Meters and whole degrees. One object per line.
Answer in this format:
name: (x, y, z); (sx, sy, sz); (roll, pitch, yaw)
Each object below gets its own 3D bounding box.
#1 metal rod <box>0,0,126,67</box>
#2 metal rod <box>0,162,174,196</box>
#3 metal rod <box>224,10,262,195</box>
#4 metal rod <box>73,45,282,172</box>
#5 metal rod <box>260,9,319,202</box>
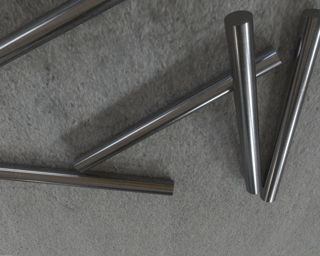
metal rod: (-0.143, -0.093, 0.326); (0.300, 0.025, 0.025); (-21, 127, 16)
metal rod: (-0.129, 0.076, 0.470); (0.302, 0.025, 0.025); (7, 130, -7)
metal rod: (0.109, -0.002, 0.383); (0.025, 0.025, 0.299); (-12, 137, 10)
metal rod: (0.006, -0.014, 0.395); (0.300, 0.025, 0.025); (-29, 125, 22)
metal rod: (0.166, -0.002, 0.407); (0.025, 0.025, 0.298); (-3, 130, 2)
